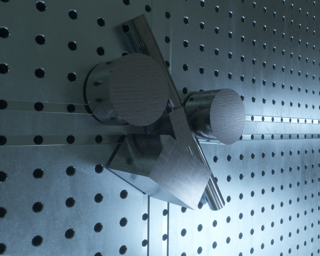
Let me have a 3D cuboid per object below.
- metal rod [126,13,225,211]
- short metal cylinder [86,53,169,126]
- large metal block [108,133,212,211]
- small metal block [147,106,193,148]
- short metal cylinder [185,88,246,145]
[{"bbox_3d":[0.029,-0.008,0.429,0.025,0.025,0.299,-39,114,-33],"label":"metal rod"},{"bbox_3d":[-0.037,-0.042,0.357,0.081,0.050,0.079,0,90,-40],"label":"short metal cylinder"},{"bbox_3d":[0.000,0.050,0.368,0.080,0.080,0.050,41,66,-32],"label":"large metal block"},{"bbox_3d":[0.010,0.001,0.396,0.025,0.050,0.050,-27,107,-37],"label":"small metal block"},{"bbox_3d":[0.081,-0.016,0.456,0.081,0.050,0.079,0,90,-40],"label":"short metal cylinder"}]
